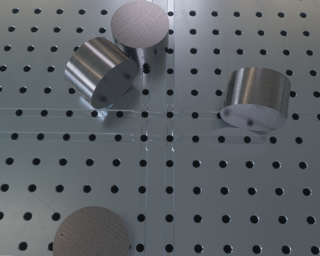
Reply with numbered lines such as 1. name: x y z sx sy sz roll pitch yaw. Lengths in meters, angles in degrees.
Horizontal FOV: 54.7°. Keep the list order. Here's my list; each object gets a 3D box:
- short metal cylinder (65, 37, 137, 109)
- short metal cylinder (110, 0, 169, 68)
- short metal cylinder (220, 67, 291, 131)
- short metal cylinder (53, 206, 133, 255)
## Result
1. short metal cylinder: -0.076 -0.071 0.408 0.050 0.080 0.080 42 75 14
2. short metal cylinder: -0.027 -0.135 0.447 0.081 0.050 0.080 0 70 0
3. short metal cylinder: 0.122 -0.035 0.396 0.080 0.080 0.050 13 71 5
4. short metal cylinder: -0.072 0.132 0.350 0.081 0.050 0.080 0 70 0
